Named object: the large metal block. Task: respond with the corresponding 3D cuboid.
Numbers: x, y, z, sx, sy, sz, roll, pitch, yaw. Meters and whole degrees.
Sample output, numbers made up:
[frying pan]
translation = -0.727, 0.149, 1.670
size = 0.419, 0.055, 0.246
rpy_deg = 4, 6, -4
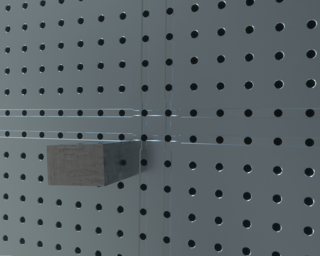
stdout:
[large metal block]
translation = -0.090, 0.045, 0.414
size = 0.080, 0.080, 0.050
rpy_deg = -3, 89, 19
